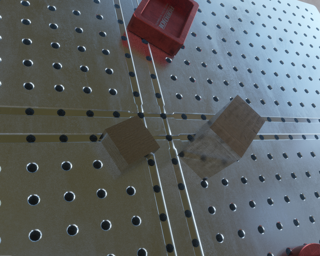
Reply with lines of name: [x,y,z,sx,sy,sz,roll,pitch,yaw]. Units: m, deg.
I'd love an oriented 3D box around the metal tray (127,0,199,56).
metal tray: [0.009,-0.192,0.528,0.090,0.030,0.130,29,52,-10]

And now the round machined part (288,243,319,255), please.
round machined part: [0.213,0.197,0.394,0.099,0.042,0.098,14,56,-21]

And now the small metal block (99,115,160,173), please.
small metal block: [-0.037,0.018,0.378,0.050,0.025,0.050,-27,77,-37]

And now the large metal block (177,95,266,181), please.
large metal block: [0.080,0.014,0.410,0.050,0.080,0.080,44,51,2]
